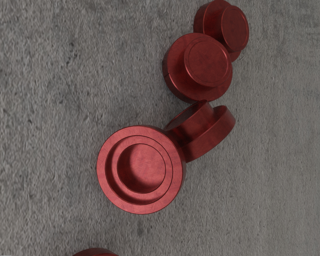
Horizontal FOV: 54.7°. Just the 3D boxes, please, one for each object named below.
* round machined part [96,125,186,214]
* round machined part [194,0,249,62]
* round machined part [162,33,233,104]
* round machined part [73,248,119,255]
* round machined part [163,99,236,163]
[{"bbox_3d":[-0.019,0.044,0.354,0.042,0.098,0.097,-13,101,-76],"label":"round machined part"},{"bbox_3d":[0.101,-0.149,0.477,0.099,0.042,0.097,0,90,-40],"label":"round machined part"},{"bbox_3d":[0.056,-0.083,0.419,0.099,0.042,0.097,3,81,-19],"label":"round machined part"},{"bbox_3d":[-0.078,0.177,0.328,0.099,0.042,0.097,0,90,-40],"label":"round machined part"},{"bbox_3d":[0.043,0.000,0.396,0.098,0.098,0.042,-43,101,-31],"label":"round machined part"}]
